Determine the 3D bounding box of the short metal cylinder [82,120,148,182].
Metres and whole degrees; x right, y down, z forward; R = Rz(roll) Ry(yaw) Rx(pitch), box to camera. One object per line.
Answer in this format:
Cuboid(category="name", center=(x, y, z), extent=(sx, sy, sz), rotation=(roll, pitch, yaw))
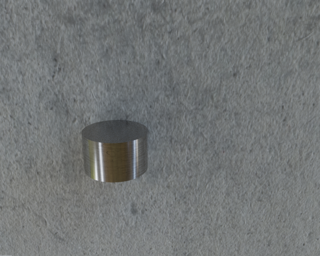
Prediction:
Cuboid(category="short metal cylinder", center=(-0.055, 0.026, 0.389), extent=(0.081, 0.080, 0.050), rotation=(1, 110, -1))
